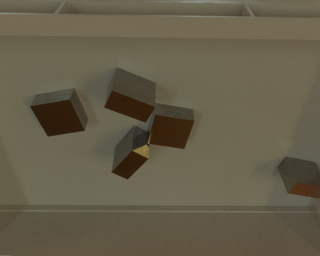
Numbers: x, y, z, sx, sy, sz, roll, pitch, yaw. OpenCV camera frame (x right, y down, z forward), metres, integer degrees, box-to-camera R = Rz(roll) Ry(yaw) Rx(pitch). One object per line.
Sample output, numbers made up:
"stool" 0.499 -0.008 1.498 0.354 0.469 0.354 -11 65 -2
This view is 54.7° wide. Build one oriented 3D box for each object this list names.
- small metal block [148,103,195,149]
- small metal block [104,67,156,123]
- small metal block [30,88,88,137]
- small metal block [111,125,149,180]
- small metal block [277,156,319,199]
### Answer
"small metal block" 0.013 -0.002 0.407 0.050 0.025 0.050 9 130 -8
"small metal block" -0.033 -0.039 0.359 0.050 0.050 0.025 20 127 -17
"small metal block" -0.125 -0.019 0.391 0.050 0.025 0.050 -9 130 7
"small metal block" -0.039 0.033 0.420 0.025 0.050 0.050 29 124 -22
"small metal block" 0.209 0.072 0.456 0.050 0.050 0.025 11 129 -9
